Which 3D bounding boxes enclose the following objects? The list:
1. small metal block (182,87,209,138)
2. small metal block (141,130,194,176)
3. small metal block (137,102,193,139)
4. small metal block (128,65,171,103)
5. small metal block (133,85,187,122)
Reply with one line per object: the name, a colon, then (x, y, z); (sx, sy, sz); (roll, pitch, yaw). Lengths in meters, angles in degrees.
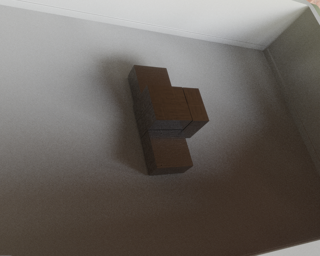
small metal block: (0.036, -0.019, 0.418); (0.025, 0.050, 0.050); (0, 62, -28)
small metal block: (0.008, 0.030, 0.389); (0.050, 0.025, 0.050); (0, 62, -28)
small metal block: (0.005, -0.009, 0.395); (0.050, 0.050, 0.025); (0, 62, -28)
small metal block: (-0.013, -0.058, 0.432); (0.050, 0.025, 0.050); (0, 62, -28)
small metal block: (-0.001, -0.031, 0.405); (0.050, 0.050, 0.025); (0, 62, -28)
